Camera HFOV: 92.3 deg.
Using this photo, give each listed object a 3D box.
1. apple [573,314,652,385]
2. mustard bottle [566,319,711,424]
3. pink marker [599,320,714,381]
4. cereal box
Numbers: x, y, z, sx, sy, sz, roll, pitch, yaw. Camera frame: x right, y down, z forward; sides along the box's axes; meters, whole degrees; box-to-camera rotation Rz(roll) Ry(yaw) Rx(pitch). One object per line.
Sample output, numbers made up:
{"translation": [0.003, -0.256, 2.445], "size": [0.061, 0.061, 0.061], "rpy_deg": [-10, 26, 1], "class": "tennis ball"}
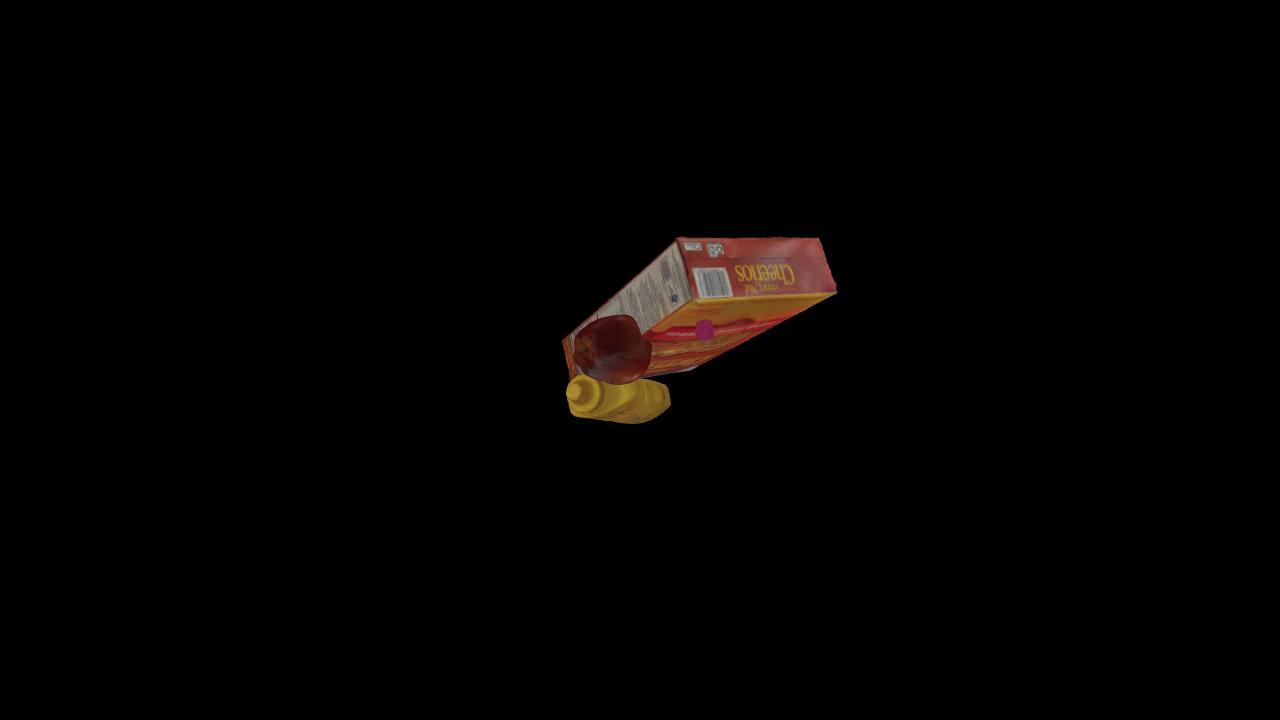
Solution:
{"translation": [-0.028, -0.012, 0.673], "size": [0.079, 0.079, 0.093], "rpy_deg": [0, -1, 45], "class": "apple"}
{"translation": [-0.035, 0.045, 0.724], "size": [0.092, 0.054, 0.184], "rpy_deg": [-9, -11, 22], "class": "mustard bottle"}
{"translation": [0.068, -0.056, 0.661], "size": [0.020, 0.020, 0.121], "rpy_deg": [0, 33, 4], "class": "pink marker"}
{"translation": [0.056, -0.049, 0.754], "size": [0.203, 0.081, 0.306], "rpy_deg": [-7, -15, -32], "class": "cereal box"}
